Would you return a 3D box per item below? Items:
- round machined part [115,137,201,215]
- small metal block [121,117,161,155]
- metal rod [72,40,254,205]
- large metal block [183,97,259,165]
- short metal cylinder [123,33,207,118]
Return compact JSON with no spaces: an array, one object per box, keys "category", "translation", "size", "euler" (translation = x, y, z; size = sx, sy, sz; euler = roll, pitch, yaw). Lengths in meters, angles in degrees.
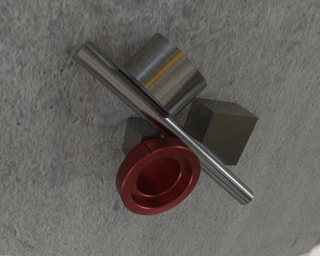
[{"category":"round machined part","translation":[-0.005,0.051,0.364],"size":[0.099,0.042,0.097],"euler":[-14,126,-20]},{"category":"small metal block","translation":[-0.025,0.019,0.392],"size":[0.025,0.050,0.050],"euler":[-2,120,-28]},{"category":"metal rod","translation":[0.021,0.009,0.379],"size":[0.025,0.025,0.300],"euler":[-47,115,4]},{"category":"large metal block","translation":[0.080,0.006,0.442],"size":[0.081,0.050,0.079],"euler":[4,116,-31]},{"category":"short metal cylinder","translation":[0.005,-0.057,0.342],"size":[0.050,0.080,0.080],"euler":[-45,130,2]}]
